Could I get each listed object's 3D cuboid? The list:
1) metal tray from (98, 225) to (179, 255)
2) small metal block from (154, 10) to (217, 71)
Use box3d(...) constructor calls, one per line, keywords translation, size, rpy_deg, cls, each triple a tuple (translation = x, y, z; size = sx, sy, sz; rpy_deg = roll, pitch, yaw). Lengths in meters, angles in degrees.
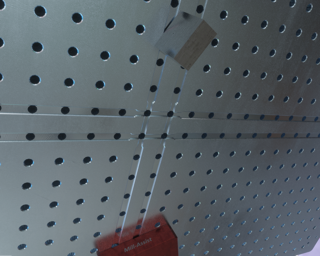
box3d(translation=(-0.033, 0.228, 0.531), size=(0.131, 0.030, 0.089), rpy_deg=(-17, 126, -19), cls="metal tray")
box3d(translation=(0.027, -0.099, 0.348), size=(0.025, 0.050, 0.050), rpy_deg=(31, 101, -38), cls="small metal block")
